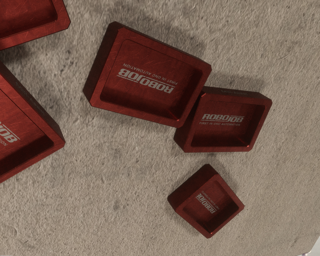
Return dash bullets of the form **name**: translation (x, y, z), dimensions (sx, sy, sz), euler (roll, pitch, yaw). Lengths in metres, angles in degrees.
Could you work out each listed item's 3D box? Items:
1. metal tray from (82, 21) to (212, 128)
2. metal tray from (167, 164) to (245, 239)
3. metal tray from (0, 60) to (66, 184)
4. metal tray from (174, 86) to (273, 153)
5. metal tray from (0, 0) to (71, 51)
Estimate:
- **metal tray**: translation (-0.012, -0.056, 0.363), dimensions (0.131, 0.030, 0.089), euler (14, 111, -34)
- **metal tray**: translation (0.082, 0.129, 0.530), dimensions (0.090, 0.030, 0.130), euler (-41, 130, 0)
- **metal tray**: translation (-0.162, -0.004, 0.290), dimensions (0.090, 0.030, 0.130), euler (-31, 143, -6)
- **metal tray**: translation (0.093, -0.010, 0.449), dimensions (0.131, 0.030, 0.089), euler (2, 118, -30)
- **metal tray**: translation (-0.152, -0.109, 0.253), dimensions (0.131, 0.030, 0.089), euler (-24, 128, -14)
